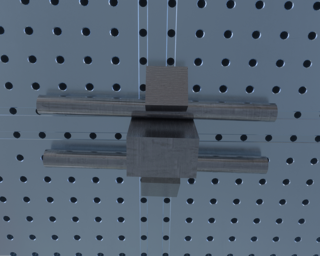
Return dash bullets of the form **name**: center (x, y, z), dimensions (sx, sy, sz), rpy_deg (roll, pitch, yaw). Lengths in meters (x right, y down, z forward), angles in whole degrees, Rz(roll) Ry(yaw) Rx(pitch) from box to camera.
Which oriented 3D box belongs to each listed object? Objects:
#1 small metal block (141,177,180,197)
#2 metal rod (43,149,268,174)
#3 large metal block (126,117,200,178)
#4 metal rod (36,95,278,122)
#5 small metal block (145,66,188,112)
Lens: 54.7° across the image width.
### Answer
- **small metal block**: center (0.000, 0.073, 0.424), dimensions (0.050, 0.025, 0.050), rpy_deg (2, 148, -2)
- **metal rod**: center (-0.005, 0.046, 0.427), dimensions (0.302, 0.025, 0.025), rpy_deg (2, 110, -1)
- **large metal block**: center (0.003, 0.020, 0.387), dimensions (0.081, 0.080, 0.050), rpy_deg (2, 110, -1)
- **metal rod**: center (-0.002, -0.025, 0.399), dimensions (0.302, 0.025, 0.025), rpy_deg (2, 110, -1)
- **small metal block**: center (0.008, -0.048, 0.380), dimensions (0.050, 0.025, 0.050), rpy_deg (1, 76, -1)
